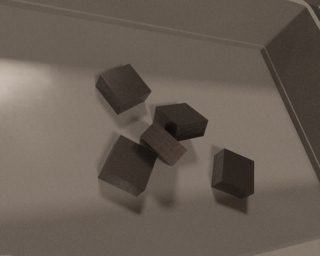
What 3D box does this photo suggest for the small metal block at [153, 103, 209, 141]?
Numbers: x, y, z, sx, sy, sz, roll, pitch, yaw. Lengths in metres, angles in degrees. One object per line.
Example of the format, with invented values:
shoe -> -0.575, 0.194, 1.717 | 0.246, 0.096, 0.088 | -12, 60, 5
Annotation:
small metal block -> 0.027, -0.009, 0.413 | 0.050, 0.025, 0.050 | -10, 37, -34

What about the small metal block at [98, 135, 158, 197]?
small metal block -> -0.036, 0.044, 0.360 | 0.050, 0.025, 0.050 | 29, 52, -10

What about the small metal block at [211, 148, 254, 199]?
small metal block -> 0.100, 0.063, 0.424 | 0.050, 0.025, 0.050 | 23, 53, -15

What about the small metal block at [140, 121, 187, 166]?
small metal block -> 0.003, 0.020, 0.377 | 0.050, 0.050, 0.025 | 43, 83, 1

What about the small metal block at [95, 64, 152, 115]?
small metal block -> -0.048, -0.052, 0.413 | 0.050, 0.025, 0.050 | -32, 80, -38
